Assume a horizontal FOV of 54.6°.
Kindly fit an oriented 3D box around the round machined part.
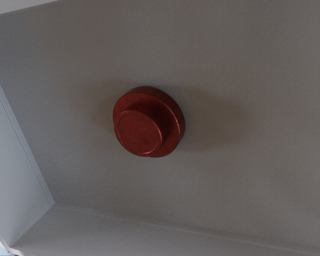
[{"bbox_3d":[-0.020,-0.001,0.404,0.098,0.042,0.097,13,124,21],"label":"round machined part"}]
